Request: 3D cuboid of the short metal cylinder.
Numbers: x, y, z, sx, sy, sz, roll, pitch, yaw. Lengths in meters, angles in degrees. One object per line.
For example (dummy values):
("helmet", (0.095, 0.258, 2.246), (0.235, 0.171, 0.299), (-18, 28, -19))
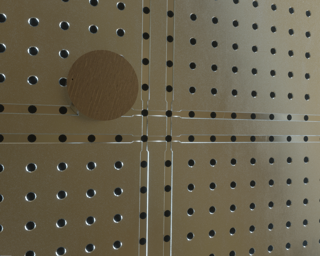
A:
("short metal cylinder", (-0.071, -0.048, 0.373), (0.081, 0.050, 0.080), (0, 90, -20))
